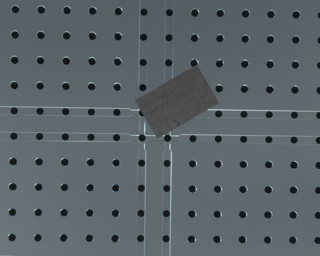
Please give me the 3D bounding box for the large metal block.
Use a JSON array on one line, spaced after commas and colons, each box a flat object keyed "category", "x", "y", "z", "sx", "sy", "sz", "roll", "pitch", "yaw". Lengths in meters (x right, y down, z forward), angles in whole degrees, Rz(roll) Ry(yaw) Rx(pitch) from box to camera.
[{"category": "large metal block", "x": 0.019, "y": -0.030, "z": 0.386, "sx": 0.080, "sy": 0.080, "sz": 0.050, "roll": -30, "pitch": 90, "yaw": 0}]
